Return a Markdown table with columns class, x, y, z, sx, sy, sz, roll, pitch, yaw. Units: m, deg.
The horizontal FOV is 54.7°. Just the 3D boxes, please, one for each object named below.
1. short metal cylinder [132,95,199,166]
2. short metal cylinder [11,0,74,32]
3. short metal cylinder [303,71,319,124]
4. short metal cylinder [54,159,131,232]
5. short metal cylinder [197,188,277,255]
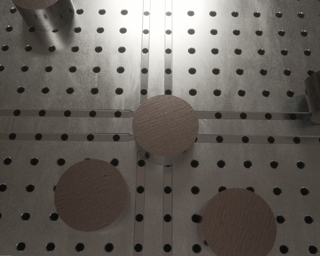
| class | x | y | z | sx | sy | sz | roll | pitch | yaw |
| --- | --- | --- | --- | --- | --- | --- | --- | --- | --- |
| short metal cylinder | 0.007 | 0.004 | 0.397 | 0.081 | 0.050 | 0.080 | 0 | 70 | 0 |
| short metal cylinder | -0.176 | -0.193 | 0.467 | 0.081 | 0.050 | 0.080 | 0 | 70 | 0 |
| short metal cylinder | 0.234 | -0.042 | 0.401 | 0.081 | 0.080 | 0.050 | -2 | 70 | -1 |
| short metal cylinder | -0.077 | 0.082 | 0.368 | 0.081 | 0.050 | 0.080 | 0 | 70 | 0 |
| short metal cylinder | 0.086 | 0.113 | 0.358 | 0.081 | 0.050 | 0.080 | 0 | 70 | 0 |
